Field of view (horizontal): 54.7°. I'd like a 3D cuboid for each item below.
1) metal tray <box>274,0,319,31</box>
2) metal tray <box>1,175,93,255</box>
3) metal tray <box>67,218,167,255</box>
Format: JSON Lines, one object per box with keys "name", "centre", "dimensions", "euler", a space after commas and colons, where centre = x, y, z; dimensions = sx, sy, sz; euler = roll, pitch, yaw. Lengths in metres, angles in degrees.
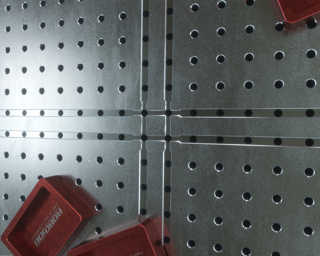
{"name": "metal tray", "centre": [0.166, -0.190, 0.351], "dimensions": [0.090, 0.030, 0.129], "euler": [-21, 83, 18]}
{"name": "metal tray", "centre": [-0.173, 0.148, 0.469], "dimensions": [0.090, 0.030, 0.130], "euler": [40, 102, 15]}
{"name": "metal tray", "centre": [-0.056, 0.190, 0.428], "dimensions": [0.130, 0.030, 0.090], "euler": [-25, 82, 17]}
